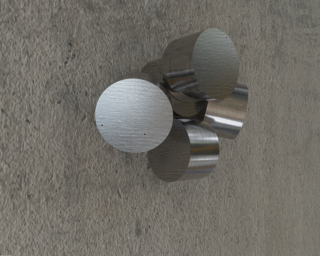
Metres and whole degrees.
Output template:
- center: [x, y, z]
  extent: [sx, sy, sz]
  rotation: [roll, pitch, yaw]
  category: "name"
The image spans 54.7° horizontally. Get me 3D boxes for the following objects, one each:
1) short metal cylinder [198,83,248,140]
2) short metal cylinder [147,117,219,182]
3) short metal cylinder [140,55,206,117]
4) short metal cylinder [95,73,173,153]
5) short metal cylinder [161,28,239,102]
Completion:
- center: [0.086, -0.027, 0.437]
  extent: [0.050, 0.080, 0.080]
  rotation: [12, 81, -1]
  category: "short metal cylinder"
- center: [0.028, 0.027, 0.395]
  extent: [0.050, 0.080, 0.079]
  rotation: [2, 89, -40]
  category: "short metal cylinder"
- center: [0.018, -0.054, 0.407]
  extent: [0.081, 0.050, 0.079]
  rotation: [0, 90, -40]
  category: "short metal cylinder"
- center: [-0.026, -0.019, 0.343]
  extent: [0.081, 0.050, 0.079]
  rotation: [0, 107, 1]
  category: "short metal cylinder"
- center: [0.049, -0.072, 0.366]
  extent: [0.081, 0.050, 0.079]
  rotation: [0, 90, -40]
  category: "short metal cylinder"
